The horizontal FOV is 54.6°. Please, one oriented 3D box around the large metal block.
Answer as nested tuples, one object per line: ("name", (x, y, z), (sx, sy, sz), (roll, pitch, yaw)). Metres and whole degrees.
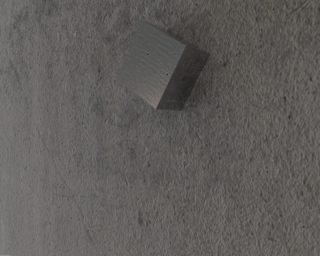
("large metal block", (0.002, -0.077, 0.388), (0.080, 0.050, 0.080), (40, 114, 33))
